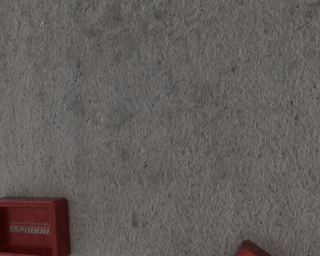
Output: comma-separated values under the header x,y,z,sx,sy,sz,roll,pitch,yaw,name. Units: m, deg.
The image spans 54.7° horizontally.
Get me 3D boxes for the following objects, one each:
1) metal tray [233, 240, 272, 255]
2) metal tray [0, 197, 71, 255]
x,y,z,sx,sy,sz,roll,pitch,yaw,name
0.107,0.214,0.369,0.090,0.030,0.129,32,100,17,metal tray
-0.204,0.154,0.478,0.130,0.030,0.089,-4,89,19,metal tray
